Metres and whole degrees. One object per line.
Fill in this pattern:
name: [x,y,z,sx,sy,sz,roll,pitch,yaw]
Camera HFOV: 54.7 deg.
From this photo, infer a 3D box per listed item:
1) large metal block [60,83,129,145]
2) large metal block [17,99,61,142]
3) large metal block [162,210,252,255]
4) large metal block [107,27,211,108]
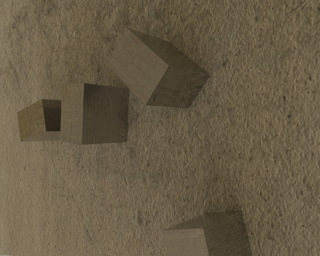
large metal block: [-0.093,-0.020,0.446,0.050,0.081,0.079,5,93,40]
large metal block: [-0.176,-0.011,0.515,0.080,0.081,0.050,-17,80,39]
large metal block: [0.055,0.136,0.324,0.050,0.081,0.080,-19,78,38]
large metal block: [-0.001,-0.069,0.370,0.080,0.081,0.050,47,118,29]
